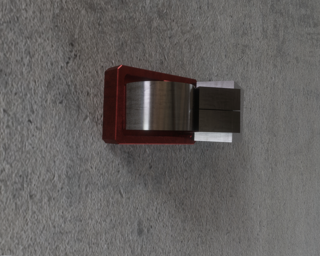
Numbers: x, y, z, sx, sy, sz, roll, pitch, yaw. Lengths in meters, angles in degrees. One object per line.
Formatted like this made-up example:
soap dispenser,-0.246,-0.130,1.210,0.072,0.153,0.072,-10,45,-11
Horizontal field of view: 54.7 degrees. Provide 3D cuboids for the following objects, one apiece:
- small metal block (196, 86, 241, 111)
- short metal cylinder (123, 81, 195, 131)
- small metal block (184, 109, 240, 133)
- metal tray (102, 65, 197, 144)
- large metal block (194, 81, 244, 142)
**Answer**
small metal block,0.062,-0.032,0.374,0.050,0.050,0.025,2,88,-14
short metal cylinder,-0.001,-0.022,0.353,0.081,0.080,0.050,1,90,-40
small metal block,0.062,-0.007,0.373,0.050,0.050,0.025,2,88,-14
metal tray,-0.008,-0.024,0.396,0.131,0.030,0.089,3,88,-40
large metal block,0.087,-0.020,0.444,0.080,0.050,0.080,7,86,-66
